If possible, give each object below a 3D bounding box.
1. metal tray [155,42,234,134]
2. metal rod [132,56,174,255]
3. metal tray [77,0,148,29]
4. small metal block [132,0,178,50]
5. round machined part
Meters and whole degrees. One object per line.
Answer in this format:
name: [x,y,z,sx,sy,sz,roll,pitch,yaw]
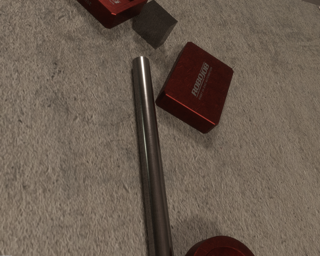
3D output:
metal tray: [0.057,-0.065,0.473,0.090,0.030,0.130,31,51,-9]
metal rod: [-0.011,0.036,0.377,0.025,0.025,0.299,7,59,-25]
metal tray: [-0.094,-0.224,0.487,0.130,0.030,0.090,44,51,2]
small metal block: [-0.009,-0.160,0.483,0.050,0.050,0.025,43,51,1]
round machined part: [0.061,0.167,0.324,0.099,0.042,0.098,15,55,-23]
